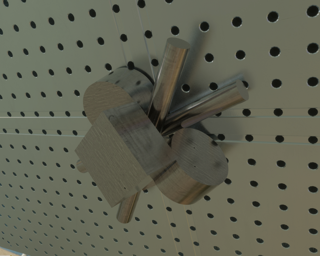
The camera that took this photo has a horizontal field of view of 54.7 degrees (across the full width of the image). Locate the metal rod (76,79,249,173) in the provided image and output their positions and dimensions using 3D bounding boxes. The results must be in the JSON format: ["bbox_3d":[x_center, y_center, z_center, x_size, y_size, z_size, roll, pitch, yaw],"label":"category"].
[{"bbox_3d":[-0.019,0.011,0.423,0.299,0.025,0.025,-26,105,37],"label":"metal rod"}]

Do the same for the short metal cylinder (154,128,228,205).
[{"bbox_3d":[0.036,0.047,0.381,0.080,0.080,0.050,40,130,1],"label":"short metal cylinder"}]

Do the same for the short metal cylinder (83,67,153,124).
[{"bbox_3d":[-0.050,-0.031,0.397,0.080,0.050,0.079,13,124,21],"label":"short metal cylinder"}]

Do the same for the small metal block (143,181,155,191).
[{"bbox_3d":[-0.018,0.058,0.452,0.050,0.025,0.050,-31,101,38],"label":"small metal block"}]

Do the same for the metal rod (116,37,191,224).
[{"bbox_3d":[-0.019,0.027,0.401,0.025,0.025,0.298,27,128,11],"label":"metal rod"}]

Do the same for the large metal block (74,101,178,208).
[{"bbox_3d":[-0.040,0.030,0.348,0.080,0.050,0.080,54,131,12],"label":"large metal block"}]
